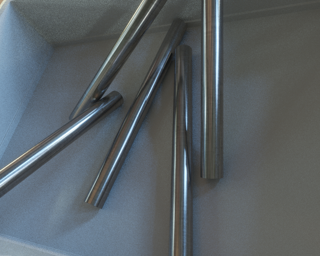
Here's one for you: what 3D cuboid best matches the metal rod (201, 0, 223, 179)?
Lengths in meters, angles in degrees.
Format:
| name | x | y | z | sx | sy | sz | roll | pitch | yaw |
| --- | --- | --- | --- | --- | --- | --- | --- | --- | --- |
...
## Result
| name | x | y | z | sx | sy | sz | roll | pitch | yaw |
| --- | --- | --- | --- | --- | --- | --- | --- | --- | --- |
| metal rod | 0.059 | -0.094 | 0.350 | 0.025 | 0.025 | 0.298 | -1 | 87 | 27 |

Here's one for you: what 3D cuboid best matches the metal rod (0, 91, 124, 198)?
| name | x | y | z | sx | sy | sz | roll | pitch | yaw |
| --- | --- | --- | --- | --- | --- | --- | --- | --- | --- |
| metal rod | -0.148 | 0.035 | 0.372 | 0.025 | 0.025 | 0.302 | 13 | 40 | 33 |

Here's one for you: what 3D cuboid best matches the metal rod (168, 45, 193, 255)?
| name | x | y | z | sx | sy | sz | roll | pitch | yaw |
| --- | --- | --- | --- | --- | --- | --- | --- | --- | --- |
| metal rod | 0.027 | 0.015 | 0.380 | 0.025 | 0.025 | 0.299 | -10 | 57 | 22 |

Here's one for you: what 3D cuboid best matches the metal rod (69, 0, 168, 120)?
| name | x | y | z | sx | sy | sz | roll | pitch | yaw |
| --- | --- | --- | --- | --- | --- | --- | --- | --- | --- |
| metal rod | -0.045 | -0.112 | 0.411 | 0.298 | 0.025 | 0.025 | -49 | 46 | 29 |

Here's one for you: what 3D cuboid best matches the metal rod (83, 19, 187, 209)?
| name | x | y | z | sx | sy | sz | roll | pitch | yaw |
| --- | --- | --- | --- | --- | --- | --- | --- | --- | --- |
| metal rod | -0.027 | -0.032 | 0.437 | 0.025 | 0.025 | 0.300 | 11 | 67 | 32 |
